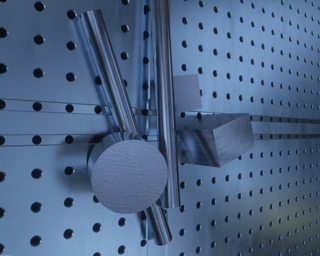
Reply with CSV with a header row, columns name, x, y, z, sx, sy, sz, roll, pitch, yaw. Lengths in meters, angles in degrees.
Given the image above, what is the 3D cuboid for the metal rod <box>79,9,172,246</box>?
name,x,y,z,sx,sy,sz,roll,pitch,yaw
metal rod,-0.037,0.011,0.380,0.025,0.025,0.298,-27,107,-37

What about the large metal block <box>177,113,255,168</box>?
name,x,y,z,sx,sy,sz,roll,pitch,yaw
large metal block,0.074,0.014,0.438,0.081,0.080,0.050,-22,104,-38

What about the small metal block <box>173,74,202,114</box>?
name,x,y,z,sx,sy,sz,roll,pitch,yaw
small metal block,0.030,-0.048,0.437,0.050,0.025,0.050,-13,99,-40

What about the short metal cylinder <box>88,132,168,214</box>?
name,x,y,z,sx,sy,sz,roll,pitch,yaw
short metal cylinder,-0.037,0.047,0.345,0.081,0.050,0.079,-3,99,-17

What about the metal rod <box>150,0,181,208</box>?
name,x,y,z,sx,sy,sz,roll,pitch,yaw
metal rod,0.006,-0.049,0.401,0.025,0.025,0.298,-1,86,-40
